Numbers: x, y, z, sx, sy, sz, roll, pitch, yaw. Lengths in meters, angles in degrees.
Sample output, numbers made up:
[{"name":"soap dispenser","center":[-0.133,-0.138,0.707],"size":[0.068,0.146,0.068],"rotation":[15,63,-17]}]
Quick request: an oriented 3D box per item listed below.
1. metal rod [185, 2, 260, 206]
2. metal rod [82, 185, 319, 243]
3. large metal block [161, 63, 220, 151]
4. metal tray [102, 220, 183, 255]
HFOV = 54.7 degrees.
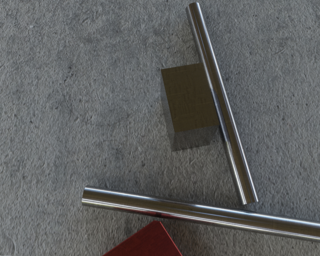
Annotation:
[{"name":"metal rod","center":[0.080,-0.046,0.425],"size":[0.025,0.025,0.299],"rotation":[-10,70,-4]},{"name":"metal rod","center":[0.058,0.104,0.370],"size":[0.302,0.025,0.025],"rotation":[8,70,2]},{"name":"large metal block","center":[0.033,-0.023,0.388],"size":[0.050,0.080,0.080],"rotation":[-10,71,-4]},{"name":"metal tray","center":[-0.004,0.181,0.339],"size":[0.090,0.030,0.130],"rotation":[-32,73,-11]}]
